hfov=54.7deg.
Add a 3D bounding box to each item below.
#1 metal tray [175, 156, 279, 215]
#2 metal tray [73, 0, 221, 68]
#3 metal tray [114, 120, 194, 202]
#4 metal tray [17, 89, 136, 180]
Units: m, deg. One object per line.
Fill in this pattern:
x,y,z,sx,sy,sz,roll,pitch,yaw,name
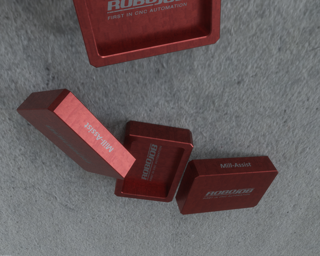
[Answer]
0.097,0.085,0.458,0.131,0.030,0.089,-1,132,-18,metal tray
-0.010,-0.114,0.285,0.131,0.030,0.089,-14,131,-8,metal tray
-0.013,0.053,0.448,0.091,0.030,0.129,9,130,-8,metal tray
-0.101,0.010,0.381,0.090,0.030,0.130,2,141,45,metal tray
